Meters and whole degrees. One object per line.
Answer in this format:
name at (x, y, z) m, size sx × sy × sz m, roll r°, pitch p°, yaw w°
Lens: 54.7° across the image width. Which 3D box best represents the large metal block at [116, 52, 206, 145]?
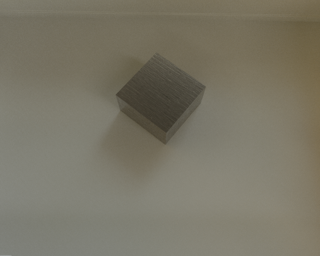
large metal block at (0.001, -0.038, 0.410) m, size 0.080 × 0.050 × 0.080 m, roll 37°, pitch 74°, yaw 12°
